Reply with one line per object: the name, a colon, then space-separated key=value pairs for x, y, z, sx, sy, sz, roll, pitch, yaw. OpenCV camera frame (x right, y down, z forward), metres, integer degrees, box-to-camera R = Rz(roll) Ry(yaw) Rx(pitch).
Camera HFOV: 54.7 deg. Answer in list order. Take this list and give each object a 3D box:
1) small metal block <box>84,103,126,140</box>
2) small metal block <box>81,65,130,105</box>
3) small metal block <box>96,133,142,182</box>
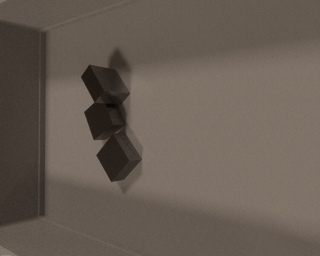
small metal block: x=-0.085 y=-0.015 z=0.474 sx=0.050 sy=0.025 sz=0.050 roll=-35 pitch=69 yaw=34
small metal block: x=-0.079 y=-0.063 z=0.454 sx=0.025 sy=0.050 sz=0.050 roll=-46 pitch=63 yaw=30
small metal block: x=-0.061 y=0.043 z=0.455 sx=0.050 sy=0.025 sz=0.050 roll=-50 pitch=61 yaw=28
